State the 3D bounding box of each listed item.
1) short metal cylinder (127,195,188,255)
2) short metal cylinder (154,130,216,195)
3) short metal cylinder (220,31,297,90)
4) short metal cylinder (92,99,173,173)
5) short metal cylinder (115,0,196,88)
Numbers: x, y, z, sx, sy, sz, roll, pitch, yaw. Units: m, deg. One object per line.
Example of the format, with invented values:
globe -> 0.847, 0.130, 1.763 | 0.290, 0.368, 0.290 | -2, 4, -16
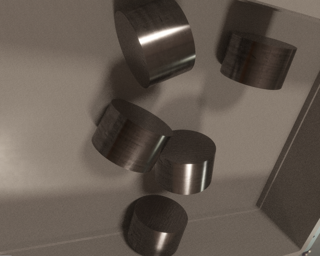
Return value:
short metal cylinder -> -0.004, 0.145, 0.463 | 0.081, 0.080, 0.050 | 2, 118, -30
short metal cylinder -> 0.033, 0.044, 0.420 | 0.081, 0.080, 0.050 | -12, 124, -22
short metal cylinder -> 0.122, -0.086, 0.388 | 0.081, 0.080, 0.050 | -2, 119, -28
short metal cylinder -> -0.032, 0.008, 0.362 | 0.080, 0.080, 0.050 | 20, 108, -36
short metal cylinder -> -0.006, -0.087, 0.317 | 0.050, 0.080, 0.080 | -25, 128, -14
